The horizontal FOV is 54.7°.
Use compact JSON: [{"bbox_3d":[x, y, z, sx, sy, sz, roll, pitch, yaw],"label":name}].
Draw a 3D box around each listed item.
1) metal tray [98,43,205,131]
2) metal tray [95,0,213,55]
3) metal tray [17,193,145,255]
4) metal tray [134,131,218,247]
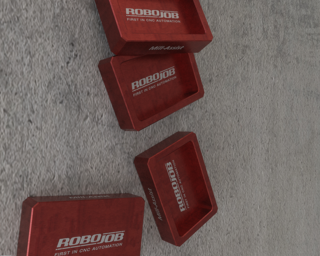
[{"bbox_3d":[-0.005,-0.061,0.396,0.131,0.030,0.090,-29,108,-36],"label":"metal tray"},{"bbox_3d":[-0.006,-0.135,0.369,0.131,0.030,0.090,-11,77,-34],"label":"metal tray"},{"bbox_3d":[-0.080,0.120,0.334,0.131,0.030,0.089,8,85,-40],"label":"metal tray"},{"bbox_3d":[0.026,0.080,0.422,0.091,0.030,0.129,-29,108,-36],"label":"metal tray"}]
